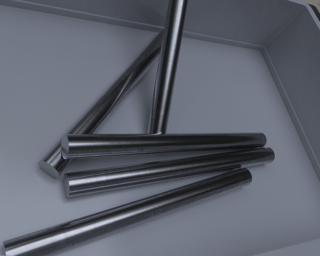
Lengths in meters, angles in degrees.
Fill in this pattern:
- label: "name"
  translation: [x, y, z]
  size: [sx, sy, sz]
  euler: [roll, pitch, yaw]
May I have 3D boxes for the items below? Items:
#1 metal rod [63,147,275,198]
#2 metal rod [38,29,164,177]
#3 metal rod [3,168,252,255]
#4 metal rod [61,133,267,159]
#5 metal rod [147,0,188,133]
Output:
- label: "metal rod"
  translation: [0.034, 0.050, 0.394]
  size: [0.303, 0.025, 0.025]
  euler: [-4, 64, -30]
- label: "metal rod"
  translation: [-0.050, -0.055, 0.413]
  size: [0.025, 0.025, 0.301]
  euler: [37, 51, -4]
- label: "metal rod"
  translation: [-0.008, 0.089, 0.348]
  size: [0.303, 0.025, 0.025]
  euler: [-10, 67, -33]
- label: "metal rod"
  translation: [0.030, 0.019, 0.395]
  size: [0.303, 0.025, 0.025]
  euler: [0, 62, -34]
- label: "metal rod"
  translation: [0.019, -0.135, 0.405]
  size: [0.025, 0.025, 0.298]
  euler: [10, 88, -23]
